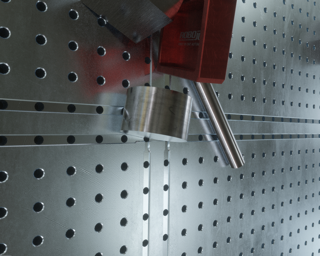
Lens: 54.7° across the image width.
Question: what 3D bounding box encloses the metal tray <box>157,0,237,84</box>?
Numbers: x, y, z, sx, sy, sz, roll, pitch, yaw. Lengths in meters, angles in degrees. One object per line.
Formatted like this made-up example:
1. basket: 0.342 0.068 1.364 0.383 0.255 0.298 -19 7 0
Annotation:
1. metal tray: 0.035 -0.103 0.357 0.030 0.130 0.089 1 104 -20

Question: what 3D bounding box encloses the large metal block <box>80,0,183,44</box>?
1. large metal block: -0.029 -0.148 0.342 0.080 0.080 0.050 33 70 -26

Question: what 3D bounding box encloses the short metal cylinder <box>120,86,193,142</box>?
1. short metal cylinder: -0.004 -0.014 0.370 0.081 0.080 0.050 15 81 -39

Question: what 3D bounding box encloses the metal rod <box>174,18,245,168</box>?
1. metal rod: 0.065 -0.064 0.462 0.025 0.025 0.299 -42 115 -32
